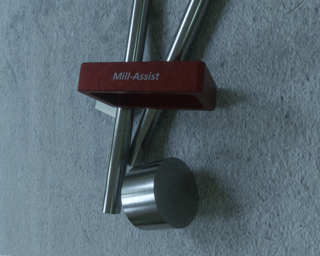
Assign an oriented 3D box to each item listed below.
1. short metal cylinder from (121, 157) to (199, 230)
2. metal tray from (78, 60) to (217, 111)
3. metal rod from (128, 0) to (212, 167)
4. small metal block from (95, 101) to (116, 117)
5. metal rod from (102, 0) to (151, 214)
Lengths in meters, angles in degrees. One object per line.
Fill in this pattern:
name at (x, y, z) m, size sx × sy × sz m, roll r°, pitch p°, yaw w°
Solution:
short metal cylinder at (0.001, 0.078, 0.366) m, size 0.050 × 0.081 × 0.080 m, roll -19°, pitch 78°, yaw 38°
metal tray at (-0.010, -0.044, 0.339) m, size 0.130 × 0.090 × 0.030 m, roll 3°, pitch 83°, yaw 18°
metal rod at (0.018, -0.081, 0.388) m, size 0.025 × 0.025 × 0.298 m, roll 36°, pitch 112°, yaw 34°
small metal block at (-0.066, -0.045, 0.457) m, size 0.050 × 0.025 × 0.050 m, roll 24°, pitch 105°, yaw 37°
metal rod at (-0.044, -0.037, 0.416) m, size 0.025 × 0.025 × 0.298 m, roll 6°, pitch 87°, yaw 39°
